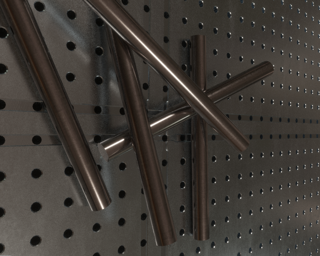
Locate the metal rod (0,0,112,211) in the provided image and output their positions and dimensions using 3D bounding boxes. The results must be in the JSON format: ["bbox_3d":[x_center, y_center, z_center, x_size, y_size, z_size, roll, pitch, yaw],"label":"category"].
[{"bbox_3d":[-0.114,-0.048,0.314,0.025,0.025,0.298,-31,109,-36],"label":"metal rod"}]

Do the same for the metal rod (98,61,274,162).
[{"bbox_3d":[0.053,-0.034,0.426,0.302,0.025,0.025,-28,108,-28],"label":"metal rod"}]

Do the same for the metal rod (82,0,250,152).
[{"bbox_3d":[0.016,-0.063,0.370,0.300,0.025,0.025,41,65,-28],"label":"metal rod"}]

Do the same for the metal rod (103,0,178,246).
[{"bbox_3d":[-0.027,-0.017,0.354,0.025,0.025,0.298,-12,87,-40],"label":"metal rod"}]

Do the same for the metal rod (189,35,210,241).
[{"bbox_3d":[0.059,0.015,0.460,0.025,0.025,0.298,-2,91,-40],"label":"metal rod"}]
